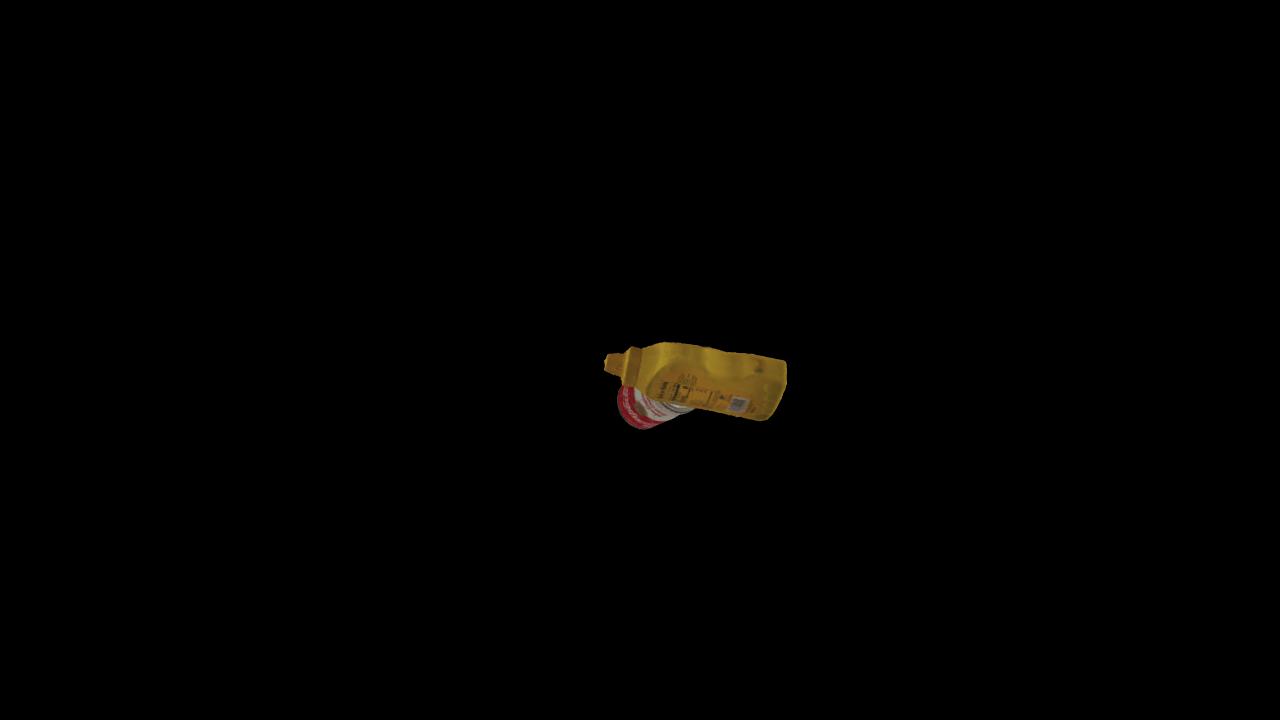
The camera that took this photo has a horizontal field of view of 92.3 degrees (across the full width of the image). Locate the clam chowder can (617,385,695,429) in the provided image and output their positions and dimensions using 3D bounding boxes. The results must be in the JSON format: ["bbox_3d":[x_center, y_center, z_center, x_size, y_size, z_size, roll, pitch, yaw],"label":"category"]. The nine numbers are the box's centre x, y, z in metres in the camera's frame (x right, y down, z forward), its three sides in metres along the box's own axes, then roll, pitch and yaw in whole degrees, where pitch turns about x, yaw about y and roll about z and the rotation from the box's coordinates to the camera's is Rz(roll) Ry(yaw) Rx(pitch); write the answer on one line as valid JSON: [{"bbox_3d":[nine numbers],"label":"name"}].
[{"bbox_3d":[0.024,0.040,0.724,0.068,0.068,0.102,0,-16,-27],"label":"clam chowder can"}]

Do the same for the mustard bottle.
[{"bbox_3d":[0.053,0.019,0.645,0.184,0.054,0.092,10,-27,-3],"label":"mustard bottle"}]
